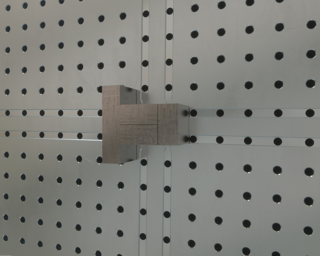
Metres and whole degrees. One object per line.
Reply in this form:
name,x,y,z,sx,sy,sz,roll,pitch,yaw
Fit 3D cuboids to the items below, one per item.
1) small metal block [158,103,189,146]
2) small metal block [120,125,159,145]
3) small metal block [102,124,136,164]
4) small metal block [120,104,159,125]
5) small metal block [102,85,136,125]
small metal block,0.018,-0.004,0.391,0.025,0.050,0.050,0,90,20
small metal block,-0.018,0.008,0.404,0.050,0.050,0.025,0,90,19
small metal block,-0.054,0.020,0.416,0.025,0.050,0.050,0,90,20
small metal block,-0.018,-0.017,0.404,0.050,0.050,0.025,0,90,19
small metal block,-0.054,-0.029,0.416,0.025,0.050,0.050,0,90,20
